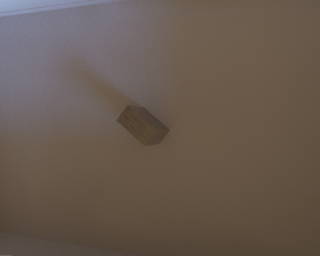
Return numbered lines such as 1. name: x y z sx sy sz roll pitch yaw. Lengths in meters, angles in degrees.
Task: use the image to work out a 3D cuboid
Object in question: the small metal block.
1. small metal block: -0.021 -0.003 0.404 0.050 0.050 0.025 41 103 15
